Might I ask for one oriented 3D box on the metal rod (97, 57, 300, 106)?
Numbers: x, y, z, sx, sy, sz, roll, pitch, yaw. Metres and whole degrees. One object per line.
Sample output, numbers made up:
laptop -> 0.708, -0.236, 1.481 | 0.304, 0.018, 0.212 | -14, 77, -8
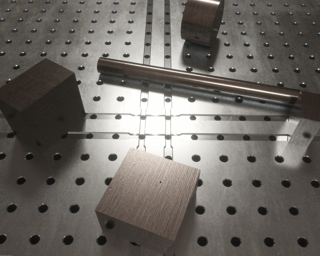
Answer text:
metal rod -> 0.052, -0.071, 0.468 | 0.301, 0.025, 0.025 | 11, 51, 8

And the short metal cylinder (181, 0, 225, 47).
short metal cylinder -> 0.073, -0.184, 0.528 | 0.050, 0.080, 0.080 | 18, 52, 14

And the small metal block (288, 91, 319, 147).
small metal block -> 0.189, -0.012, 0.404 | 0.025, 0.050, 0.050 | 13, 51, 10

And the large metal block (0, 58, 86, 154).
large metal block -> -0.148, -0.028, 0.393 | 0.050, 0.080, 0.080 | 28, 55, 21

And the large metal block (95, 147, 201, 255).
large metal block -> -0.010, 0.077, 0.327 | 0.080, 0.050, 0.080 | 17, 52, 13
